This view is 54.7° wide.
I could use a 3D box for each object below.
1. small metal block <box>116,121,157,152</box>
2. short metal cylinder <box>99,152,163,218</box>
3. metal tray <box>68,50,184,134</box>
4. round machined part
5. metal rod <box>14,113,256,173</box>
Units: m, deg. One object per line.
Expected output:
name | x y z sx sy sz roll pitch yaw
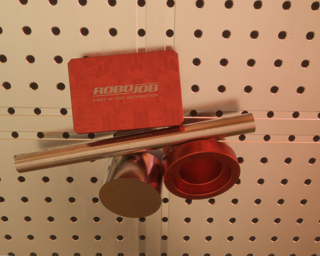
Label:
small metal block | -0.036 0.015 0.427 0.050 0.025 0.050 17 109 -7
short metal cylinder | -0.036 0.076 0.415 0.080 0.050 0.079 3 129 4
metal tray | -0.040 -0.043 0.380 0.131 0.030 0.089 -5 92 0
round machined part | 0.053 0.049 0.411 0.099 0.042 0.097 -3 132 -3
metal rod | -0.033 0.020 0.393 0.302 0.025 0.025 -10 110 3
